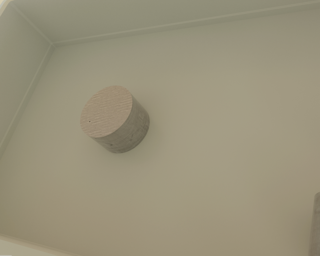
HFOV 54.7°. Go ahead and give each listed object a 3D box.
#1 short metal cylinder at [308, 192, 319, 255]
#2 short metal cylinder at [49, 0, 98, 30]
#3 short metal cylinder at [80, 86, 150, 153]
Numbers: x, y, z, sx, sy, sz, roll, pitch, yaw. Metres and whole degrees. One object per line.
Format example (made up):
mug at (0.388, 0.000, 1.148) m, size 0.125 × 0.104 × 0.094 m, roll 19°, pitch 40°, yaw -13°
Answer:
short metal cylinder at (0.159, 0.084, 0.235) m, size 0.080 × 0.080 × 0.050 m, roll 5°, pitch 64°, yaw 30°
short metal cylinder at (-0.170, -0.241, 0.607) m, size 0.080 × 0.080 × 0.050 m, roll -38°, pitch 51°, yaw 2°
short metal cylinder at (-0.061, -0.011, 0.427) m, size 0.080 × 0.050 × 0.080 m, roll -13°, pitch 56°, yaw 20°
